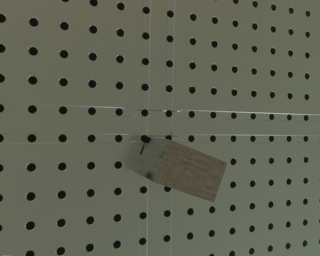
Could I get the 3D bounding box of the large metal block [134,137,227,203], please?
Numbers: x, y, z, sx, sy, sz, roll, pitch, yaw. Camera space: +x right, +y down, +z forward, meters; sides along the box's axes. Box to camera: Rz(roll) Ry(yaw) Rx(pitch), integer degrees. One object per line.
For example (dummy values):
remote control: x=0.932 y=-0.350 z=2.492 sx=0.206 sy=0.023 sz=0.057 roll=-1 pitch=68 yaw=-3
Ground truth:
large metal block: x=0.023 y=0.050 z=0.392 sx=0.080 sy=0.080 sz=0.050 roll=23 pitch=83 yaw=-19
